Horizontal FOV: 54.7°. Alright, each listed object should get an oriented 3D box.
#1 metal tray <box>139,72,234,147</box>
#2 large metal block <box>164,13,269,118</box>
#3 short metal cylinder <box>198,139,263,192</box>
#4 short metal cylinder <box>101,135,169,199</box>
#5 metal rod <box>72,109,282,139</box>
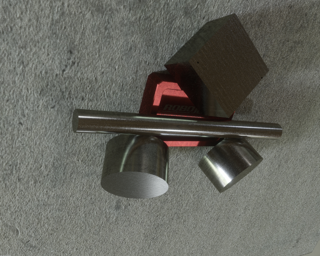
[{"bbox_3d":[0.038,-0.021,0.414,0.131,0.030,0.089,2,118,-29],"label":"metal tray"},{"bbox_3d":[0.066,-0.069,0.357,0.080,0.050,0.080,-48,115,-16],"label":"large metal block"},{"bbox_3d":[0.104,0.052,0.460,0.080,0.050,0.080,-32,158,-15],"label":"short metal cylinder"},{"bbox_3d":[-0.029,0.049,0.383,0.080,0.050,0.080,1,146,1],"label":"short metal cylinder"},{"bbox_3d":[0.044,-0.001,0.393,0.302,0.025,0.025,3,117,-30],"label":"metal rod"}]
